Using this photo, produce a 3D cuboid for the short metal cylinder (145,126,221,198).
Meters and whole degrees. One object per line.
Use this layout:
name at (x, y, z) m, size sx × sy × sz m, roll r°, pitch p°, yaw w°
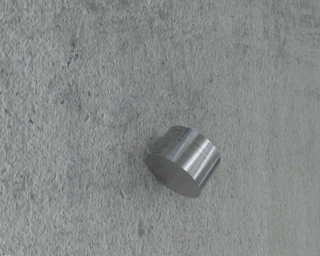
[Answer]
short metal cylinder at (0.029, 0.043, 0.392) m, size 0.050 × 0.080 × 0.080 m, roll -51°, pitch 120°, yaw -28°
